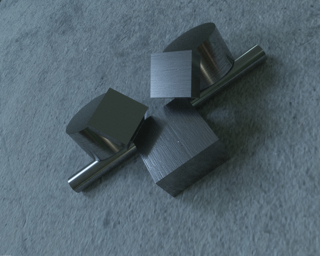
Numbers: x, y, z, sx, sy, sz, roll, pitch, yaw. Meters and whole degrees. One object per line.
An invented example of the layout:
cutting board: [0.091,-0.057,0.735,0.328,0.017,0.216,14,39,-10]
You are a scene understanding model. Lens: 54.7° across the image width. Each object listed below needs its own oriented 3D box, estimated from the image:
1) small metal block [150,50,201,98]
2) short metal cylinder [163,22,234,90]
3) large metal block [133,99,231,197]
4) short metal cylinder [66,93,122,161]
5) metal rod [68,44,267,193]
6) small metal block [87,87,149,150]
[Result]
small metal block: [0.018,-0.059,0.351,0.050,0.025,0.050,2,93,29]
short metal cylinder: [0.047,-0.091,0.400,0.080,0.050,0.080,-28,29,18]
large metal block: [0.021,0.020,0.363,0.080,0.050,0.080,-36,51,4]
short metal cylinder: [-0.076,-0.003,0.412,0.080,0.050,0.080,-28,29,18]
metal rod: [0.007,-0.010,0.406,0.300,0.025,0.025,-35,52,4]
small metal block: [-0.047,-0.010,0.355,0.050,0.025,0.050,27,74,4]
